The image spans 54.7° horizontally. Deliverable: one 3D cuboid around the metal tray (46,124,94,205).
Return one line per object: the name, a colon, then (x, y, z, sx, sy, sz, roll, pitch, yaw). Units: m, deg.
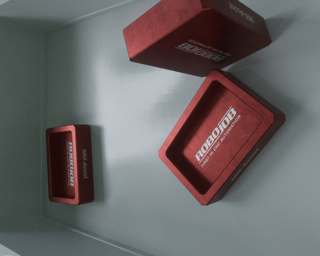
metal tray: (-0.157, 0.062, 0.533, 0.090, 0.030, 0.129, -6, 86, 39)

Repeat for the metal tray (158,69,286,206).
metal tray: (0.063, 0.011, 0.351, 0.090, 0.030, 0.129, 46, 118, 30)

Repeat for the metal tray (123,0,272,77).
metal tray: (0.041, -0.089, 0.305, 0.090, 0.131, 0.030, -23, 76, 38)
